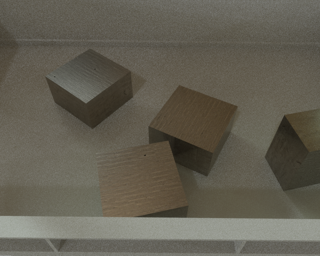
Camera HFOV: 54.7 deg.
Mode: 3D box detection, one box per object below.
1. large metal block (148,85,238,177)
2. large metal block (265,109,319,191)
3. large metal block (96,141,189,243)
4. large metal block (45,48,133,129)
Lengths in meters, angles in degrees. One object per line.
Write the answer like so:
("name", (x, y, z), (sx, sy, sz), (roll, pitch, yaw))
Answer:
("large metal block", (0.041, 0.001, 0.388), (0.080, 0.050, 0.080), (23, 53, 17))
("large metal block", (0.178, 0.023, 0.352), (0.081, 0.080, 0.050), (-10, 51, -9))
("large metal block", (-0.021, 0.066, 0.333), (0.081, 0.050, 0.080), (-10, 51, -9))
("large metal block", (-0.097, -0.057, 0.436), (0.080, 0.050, 0.080), (32, 57, 24))
